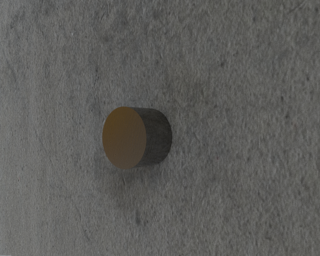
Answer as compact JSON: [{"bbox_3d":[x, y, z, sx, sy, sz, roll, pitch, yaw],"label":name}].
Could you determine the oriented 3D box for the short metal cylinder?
[{"bbox_3d":[-0.031,0.012,0.412,0.080,0.050,0.079,0,90,39],"label":"short metal cylinder"}]
